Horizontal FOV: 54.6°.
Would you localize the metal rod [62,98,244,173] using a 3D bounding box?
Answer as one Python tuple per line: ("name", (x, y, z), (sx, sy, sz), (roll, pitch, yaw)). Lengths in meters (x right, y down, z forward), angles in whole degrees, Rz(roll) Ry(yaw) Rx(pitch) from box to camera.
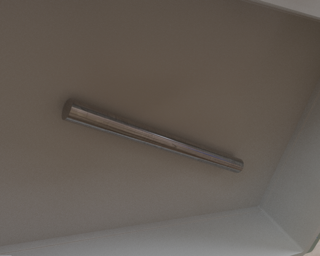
("metal rod", (0.014, 0.021, 0.426), (0.302, 0.025, 0.025), (20, 108, -36))
